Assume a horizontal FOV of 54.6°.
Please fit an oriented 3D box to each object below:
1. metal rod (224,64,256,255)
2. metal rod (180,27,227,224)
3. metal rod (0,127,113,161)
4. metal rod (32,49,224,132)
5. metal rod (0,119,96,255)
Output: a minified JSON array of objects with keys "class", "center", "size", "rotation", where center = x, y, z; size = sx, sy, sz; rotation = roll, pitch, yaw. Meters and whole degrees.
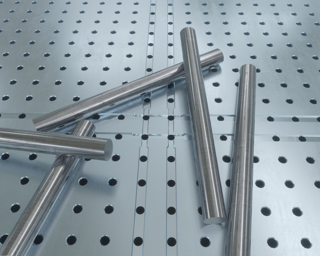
[{"class":"metal rod","center":[0.105,0.022,0.389],"size":[0.025,0.025,0.300],"rotation":[10,51,8]},{"class":"metal rod","center":[0.051,-0.026,0.410],"size":[0.025,0.025,0.300],"rotation":[-2,56,-2]},{"class":"metal rod","center":[-0.204,0.011,0.377],"size":[0.301,0.025,0.025],"rotation":[5,50,12]},{"class":"metal rod","center":[-0.033,-0.059,0.456],"size":[0.302,0.025,0.025],"rotation":[-25,54,-19]},{"class":"metal rod","center":[-0.138,0.108,0.316],"size":[0.025,0.025,0.300],"rotation":[13,51,10]}]
